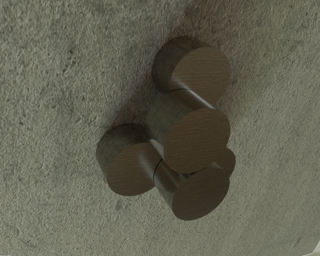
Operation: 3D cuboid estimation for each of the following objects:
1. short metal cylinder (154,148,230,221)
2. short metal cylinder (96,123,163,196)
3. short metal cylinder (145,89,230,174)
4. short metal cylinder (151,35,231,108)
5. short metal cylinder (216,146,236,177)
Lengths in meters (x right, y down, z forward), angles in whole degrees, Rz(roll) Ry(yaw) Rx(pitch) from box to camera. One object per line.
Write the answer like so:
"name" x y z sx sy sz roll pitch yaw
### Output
"short metal cylinder" 0.039 0.068 0.390 0.081 0.050 0.079 -14 124 -21
"short metal cylinder" -0.036 0.040 0.397 0.081 0.050 0.079 -14 124 -21
"short metal cylinder" 0.030 0.003 0.344 0.081 0.050 0.079 -14 124 -21
"short metal cylinder" 0.036 -0.065 0.372 0.081 0.050 0.079 -14 124 -21
"short metal cylinder" 0.063 0.049 0.456 0.081 0.050 0.079 -14 124 -21
